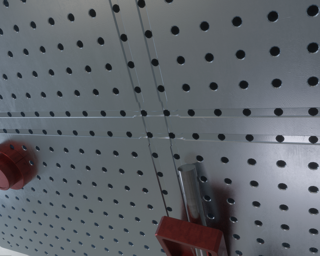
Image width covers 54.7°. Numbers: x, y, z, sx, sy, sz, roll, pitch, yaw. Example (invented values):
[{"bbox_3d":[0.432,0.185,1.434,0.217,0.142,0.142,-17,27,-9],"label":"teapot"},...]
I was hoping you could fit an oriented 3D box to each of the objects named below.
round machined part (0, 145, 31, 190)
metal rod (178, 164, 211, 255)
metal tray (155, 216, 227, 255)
[{"bbox_3d":[-0.310,0.085,0.616,0.098,0.042,0.097,13,124,21],"label":"round machined part"},{"bbox_3d":[0.068,0.195,0.465,0.025,0.025,0.298,-4,107,30],"label":"metal rod"},{"bbox_3d":[0.053,0.185,0.468,0.090,0.030,0.129,7,141,24],"label":"metal tray"}]
